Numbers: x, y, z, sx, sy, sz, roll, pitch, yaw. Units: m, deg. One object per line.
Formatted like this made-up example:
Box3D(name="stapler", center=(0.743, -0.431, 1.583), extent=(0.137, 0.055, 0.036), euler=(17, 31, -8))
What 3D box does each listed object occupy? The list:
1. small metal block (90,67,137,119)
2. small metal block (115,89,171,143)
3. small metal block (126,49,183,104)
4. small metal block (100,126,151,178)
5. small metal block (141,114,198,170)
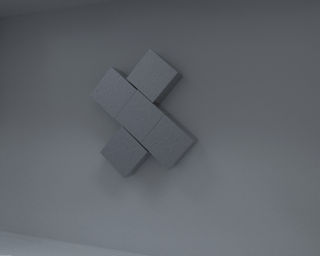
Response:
Box3D(name="small metal block", center=(-0.060, -0.048, 0.429), extent=(0.050, 0.025, 0.050), euler=(43, 103, 15))
Box3D(name="small metal block", center=(-0.023, -0.015, 0.416), extent=(0.050, 0.025, 0.050), euler=(43, 103, 15))
Box3D(name="small metal block", center=(-0.007, -0.067, 0.410), extent=(0.050, 0.025, 0.050), euler=(43, 102, 14))
Box3D(name="small metal block", center=(-0.045, 0.032, 0.425), extent=(0.050, 0.025, 0.050), euler=(45, 104, 14))
Box3D(name="small metal block", center=(0.012, 0.018, 0.404), extent=(0.050, 0.025, 0.050), euler=(43, 103, 15))
